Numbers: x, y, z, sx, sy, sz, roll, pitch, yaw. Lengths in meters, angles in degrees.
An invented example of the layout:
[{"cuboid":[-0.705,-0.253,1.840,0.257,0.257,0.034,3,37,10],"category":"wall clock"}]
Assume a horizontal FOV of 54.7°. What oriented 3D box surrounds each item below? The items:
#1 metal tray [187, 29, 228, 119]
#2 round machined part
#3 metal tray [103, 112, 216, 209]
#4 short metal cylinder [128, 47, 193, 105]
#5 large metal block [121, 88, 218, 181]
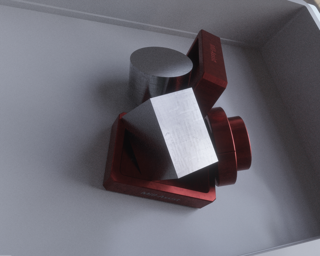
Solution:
[{"cuboid":[0.047,-0.062,0.407,0.030,0.089,0.130,22,38,-12],"category":"metal tray"},{"cuboid":[0.083,0.021,0.386,0.042,0.098,0.098,-9,63,1],"category":"round machined part"},{"cuboid":[0.003,0.040,0.378,0.131,0.030,0.090,16,55,-19],"category":"metal tray"},{"cuboid":[-0.001,-0.067,0.410,0.081,0.050,0.080,6,39,-4],"category":"short metal cylinder"},{"cuboid":[0.007,0.010,0.338,0.050,0.080,0.080,-18,87,-29],"category":"large metal block"}]
